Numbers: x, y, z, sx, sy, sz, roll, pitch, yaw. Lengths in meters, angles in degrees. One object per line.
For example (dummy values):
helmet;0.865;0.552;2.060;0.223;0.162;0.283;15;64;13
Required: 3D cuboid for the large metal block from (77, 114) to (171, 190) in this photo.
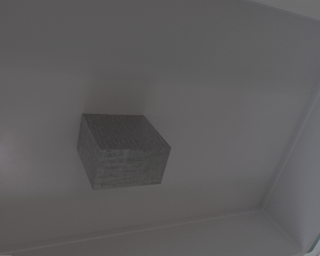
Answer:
large metal block;-0.045;0.024;0.363;0.081;0.080;0.050;0;118;-29
